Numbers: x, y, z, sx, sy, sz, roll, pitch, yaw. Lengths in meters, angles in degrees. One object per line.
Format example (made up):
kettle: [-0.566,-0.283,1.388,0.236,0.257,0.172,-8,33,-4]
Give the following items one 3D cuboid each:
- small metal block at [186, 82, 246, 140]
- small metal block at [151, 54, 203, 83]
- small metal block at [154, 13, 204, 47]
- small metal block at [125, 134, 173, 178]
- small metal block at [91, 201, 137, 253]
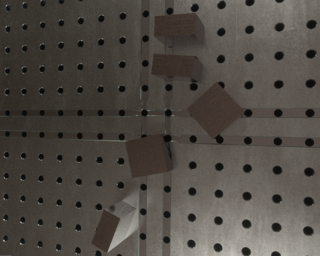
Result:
small metal block: [0.071,-0.021,0.387,0.050,0.025,0.050,-43,77,14]
small metal block: [0.023,-0.074,0.391,0.050,0.050,0.025,8,93,19]
small metal block: [0.025,-0.122,0.390,0.050,0.050,0.025,3,91,19]
small metal block: [-0.014,0.037,0.417,0.050,0.025,0.050,-13,86,19]
small metal block: [-0.061,0.132,0.420,0.025,0.050,0.050,23,98,18]
